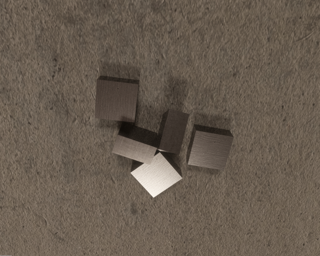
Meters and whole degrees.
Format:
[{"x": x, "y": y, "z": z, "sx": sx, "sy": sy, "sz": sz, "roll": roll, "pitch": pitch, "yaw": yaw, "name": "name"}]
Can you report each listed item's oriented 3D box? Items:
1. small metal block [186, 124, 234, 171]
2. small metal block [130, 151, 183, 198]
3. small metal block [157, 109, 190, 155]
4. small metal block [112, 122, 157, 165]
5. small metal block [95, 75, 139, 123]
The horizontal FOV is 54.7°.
[{"x": 0.067, "y": 0.026, "z": 0.420, "sx": 0.050, "sy": 0.025, "sz": 0.050, "roll": 10, "pitch": 110, "yaw": -4, "name": "small metal block"}, {"x": -0.005, "y": 0.060, "z": 0.432, "sx": 0.050, "sy": 0.025, "sz": 0.050, "roll": -36, "pitch": 107, "yaw": 12, "name": "small metal block"}, {"x": 0.014, "y": 0.006, "z": 0.390, "sx": 0.025, "sy": 0.050, "sz": 0.050, "roll": 15, "pitch": 83, "yaw": -6, "name": "small metal block"}, {"x": -0.031, "y": 0.018, "z": 0.403, "sx": 0.050, "sy": 0.050, "sz": 0.025, "roll": 19, "pitch": 109, "yaw": -7, "name": "small metal block"}, {"x": -0.054, "y": -0.037, "z": 0.395, "sx": 0.050, "sy": 0.025, "sz": 0.050, "roll": 6, "pitch": 110, "yaw": -3, "name": "small metal block"}]
